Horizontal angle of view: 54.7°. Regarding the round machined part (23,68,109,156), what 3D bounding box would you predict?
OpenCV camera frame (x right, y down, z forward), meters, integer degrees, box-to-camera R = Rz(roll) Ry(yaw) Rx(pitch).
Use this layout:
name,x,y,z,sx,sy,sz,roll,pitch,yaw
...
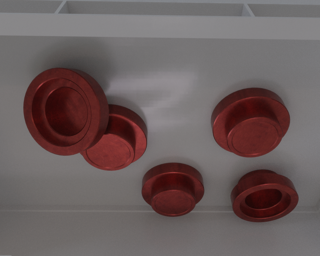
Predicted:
name,x,y,z,sx,sy,sz,roll,pitch,yaw
round machined part,-0.103,-0.020,0.360,0.098,0.042,0.097,3,99,17

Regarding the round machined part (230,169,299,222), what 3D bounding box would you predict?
name,x,y,z,sx,sy,sz,roll,pitch,yaw
round machined part,0.160,0.103,0.487,0.099,0.042,0.097,0,130,0

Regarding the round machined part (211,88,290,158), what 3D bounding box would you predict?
name,x,y,z,sx,sy,sz,roll,pitch,yaw
round machined part,0.117,0.000,0.399,0.099,0.042,0.097,0,130,0

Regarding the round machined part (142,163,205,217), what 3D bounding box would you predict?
name,x,y,z,sx,sy,sz,roll,pitch,yaw
round machined part,0.021,0.103,0.485,0.099,0.042,0.097,0,130,0

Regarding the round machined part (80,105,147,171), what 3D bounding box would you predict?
name,x,y,z,sx,sy,sz,roll,pitch,yaw
round machined part,-0.066,0.020,0.414,0.099,0.042,0.097,0,130,0
